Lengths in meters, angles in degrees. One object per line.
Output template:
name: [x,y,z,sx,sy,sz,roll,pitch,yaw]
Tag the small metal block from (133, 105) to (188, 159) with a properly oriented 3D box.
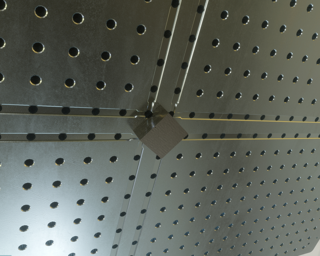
small metal block: [0.001,0.006,0.415,0.050,0.025,0.050,-44,130,2]
